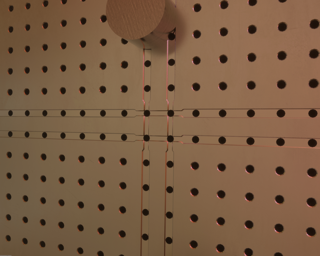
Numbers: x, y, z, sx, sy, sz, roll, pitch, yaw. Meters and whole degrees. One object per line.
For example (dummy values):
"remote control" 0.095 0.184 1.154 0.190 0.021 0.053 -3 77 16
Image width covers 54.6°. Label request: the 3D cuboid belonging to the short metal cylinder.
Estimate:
"short metal cylinder" -0.023 -0.150 0.408 0.080 0.050 0.080 0 90 20
